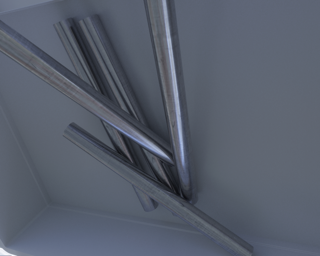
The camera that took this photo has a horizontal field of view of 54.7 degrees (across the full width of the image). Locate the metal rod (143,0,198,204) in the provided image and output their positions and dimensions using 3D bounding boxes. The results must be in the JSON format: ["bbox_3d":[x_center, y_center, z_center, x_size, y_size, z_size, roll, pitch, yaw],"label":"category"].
[{"bbox_3d":[0.020,-0.005,0.348,0.025,0.025,0.298,10,137,22],"label":"metal rod"}]

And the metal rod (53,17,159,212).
[{"bbox_3d":[-0.068,-0.005,0.439,0.025,0.025,0.299,-10,114,32],"label":"metal rod"}]

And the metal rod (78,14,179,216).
[{"bbox_3d":[-0.028,-0.003,0.420,0.025,0.025,0.299,-12,113,33],"label":"metal rod"}]

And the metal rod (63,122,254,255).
[{"bbox_3d":[-0.006,0.085,0.428,0.301,0.025,0.025,34,129,6],"label":"metal rod"}]

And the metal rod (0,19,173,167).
[{"bbox_3d":[-0.081,-0.034,0.345,0.025,0.025,0.301,-25,132,36],"label":"metal rod"}]
